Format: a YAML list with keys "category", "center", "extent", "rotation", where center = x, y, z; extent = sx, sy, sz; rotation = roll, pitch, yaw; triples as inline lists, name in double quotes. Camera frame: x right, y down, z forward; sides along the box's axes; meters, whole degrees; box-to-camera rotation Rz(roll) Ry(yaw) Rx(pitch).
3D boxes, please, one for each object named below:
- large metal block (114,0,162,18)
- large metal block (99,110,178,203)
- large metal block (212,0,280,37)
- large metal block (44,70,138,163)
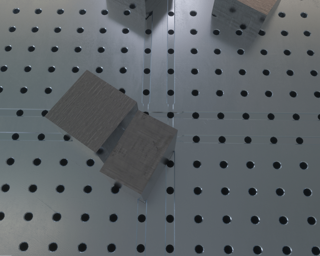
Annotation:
- category: "large metal block"
  center: [-0.032, -0.233, 0.484]
  extent: [0.080, 0.050, 0.080]
  rotation: [33, 73, 11]
- category: "large metal block"
  center: [-0.022, 0.037, 0.369]
  extent: [0.050, 0.080, 0.080]
  rotation: [27, 72, 9]
- category: "large metal block"
  center: [0.138, -0.200, 0.472]
  extent: [0.080, 0.050, 0.080]
  rotation: [32, 73, 11]
- category: "large metal block"
  center: [-0.084, -0.015, 0.404]
  extent: [0.080, 0.050, 0.080]
  rotation: [33, 73, 11]
